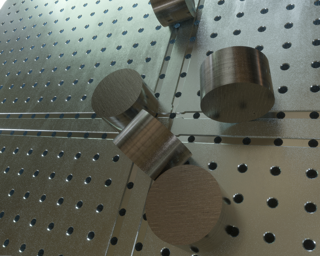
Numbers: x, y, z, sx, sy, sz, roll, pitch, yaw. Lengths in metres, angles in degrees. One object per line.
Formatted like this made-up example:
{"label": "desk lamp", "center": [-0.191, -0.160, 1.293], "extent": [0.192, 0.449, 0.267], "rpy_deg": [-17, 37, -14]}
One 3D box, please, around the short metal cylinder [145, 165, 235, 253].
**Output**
{"label": "short metal cylinder", "center": [0.032, 0.085, 0.323], "extent": [0.080, 0.050, 0.080], "rpy_deg": [-13, 56, 21]}

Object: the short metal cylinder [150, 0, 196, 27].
{"label": "short metal cylinder", "center": [0.020, -0.207, 0.490], "extent": [0.050, 0.080, 0.080], "rpy_deg": [-12, 57, 22]}

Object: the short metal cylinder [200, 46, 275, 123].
{"label": "short metal cylinder", "center": [0.087, -0.047, 0.356], "extent": [0.080, 0.080, 0.050], "rpy_deg": [-11, 57, 22]}

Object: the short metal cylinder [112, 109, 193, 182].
{"label": "short metal cylinder", "center": [-0.009, 0.023, 0.363], "extent": [0.050, 0.080, 0.080], "rpy_deg": [-47, 51, -5]}

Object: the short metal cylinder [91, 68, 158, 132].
{"label": "short metal cylinder", "center": [-0.049, -0.037, 0.441], "extent": [0.080, 0.050, 0.080], "rpy_deg": [-13, 56, 21]}
